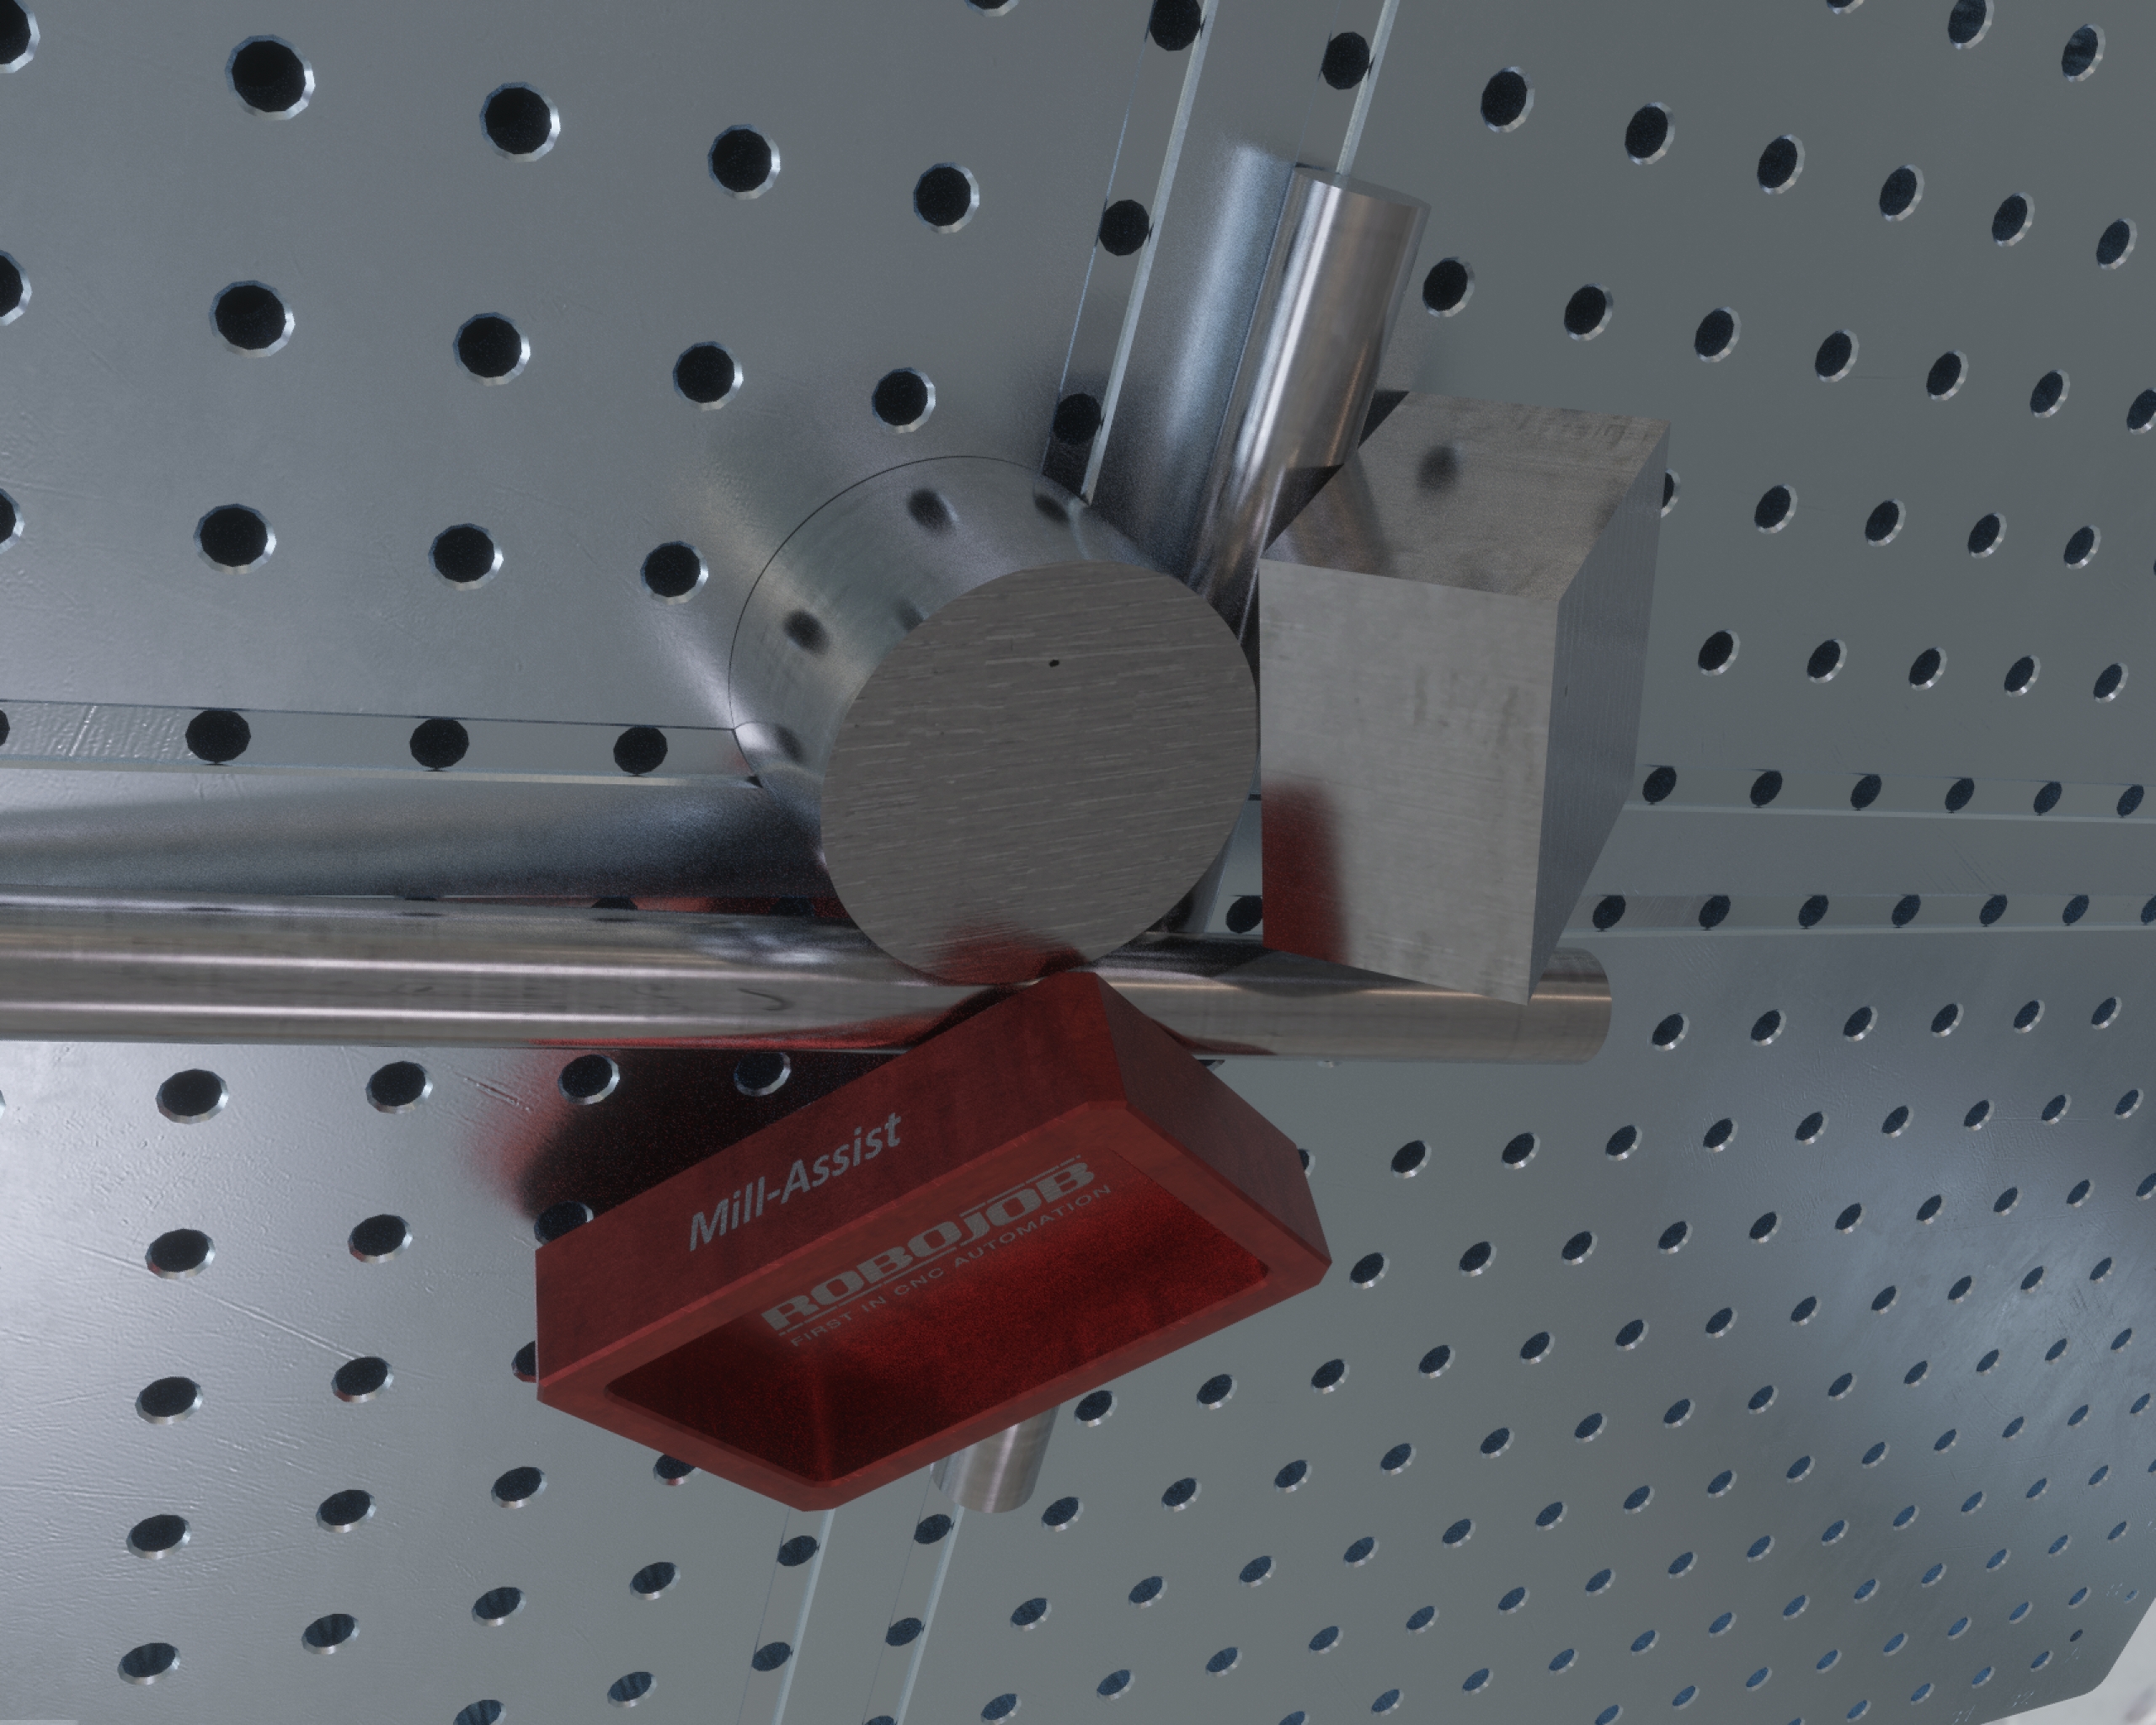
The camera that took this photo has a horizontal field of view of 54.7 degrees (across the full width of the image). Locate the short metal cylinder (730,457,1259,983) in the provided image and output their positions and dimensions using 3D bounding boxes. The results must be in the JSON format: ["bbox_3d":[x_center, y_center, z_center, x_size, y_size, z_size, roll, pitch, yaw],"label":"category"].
[{"bbox_3d":[-0.015,-0.026,0.370,0.081,0.050,0.079,-14,124,-21],"label":"short metal cylinder"}]

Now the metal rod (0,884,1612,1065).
[{"bbox_3d":[-0.034,0.023,0.385,0.302,0.025,0.025,3,117,-22],"label":"metal rod"}]

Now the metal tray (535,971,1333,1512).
[{"bbox_3d":[-0.028,0.079,0.408,0.130,0.030,0.090,-29,138,17],"label":"metal tray"}]

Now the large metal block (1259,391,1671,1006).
[{"bbox_3d":[0.072,-0.033,0.388,0.080,0.050,0.079,-50,145,-48],"label":"large metal block"}]

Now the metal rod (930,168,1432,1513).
[{"bbox_3d":[0.014,0.013,0.426,0.025,0.025,0.298,1,118,-29],"label":"metal rod"}]
